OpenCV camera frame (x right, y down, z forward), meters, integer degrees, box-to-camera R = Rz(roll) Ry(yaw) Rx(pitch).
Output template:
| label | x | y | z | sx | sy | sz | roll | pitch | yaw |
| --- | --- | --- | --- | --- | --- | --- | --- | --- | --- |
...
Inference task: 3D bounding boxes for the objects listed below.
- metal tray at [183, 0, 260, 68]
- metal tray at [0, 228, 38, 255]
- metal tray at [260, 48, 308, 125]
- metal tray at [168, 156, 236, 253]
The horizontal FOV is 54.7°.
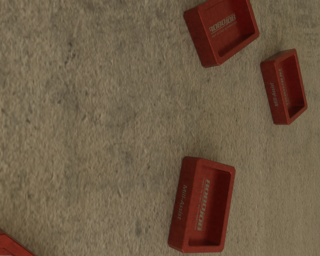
| label | x | y | z | sx | sy | sz | roll | pitch | yaw |
| --- | --- | --- | --- | --- | --- | --- | --- | --- | --- |
| metal tray | 0.102 | -0.162 | 0.488 | 0.131 | 0.030 | 0.090 | -38 | 114 | -33 |
| metal tray | -0.160 | 0.165 | 0.268 | 0.130 | 0.030 | 0.090 | -51 | 120 | -28 |
| metal tray | 0.248 | -0.081 | 0.612 | 0.091 | 0.030 | 0.129 | -31 | 109 | -36 |
| metal tray | 0.065 | 0.113 | 0.458 | 0.091 | 0.030 | 0.129 | 18 | 78 | -39 |
